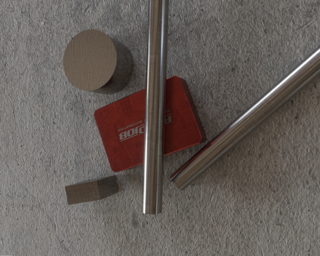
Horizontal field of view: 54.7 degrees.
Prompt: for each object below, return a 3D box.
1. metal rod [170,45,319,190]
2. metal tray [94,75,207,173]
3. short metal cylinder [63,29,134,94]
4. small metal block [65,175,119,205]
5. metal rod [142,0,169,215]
[{"bbox_3d":[0.128,-0.028,0.363,0.299,0.025,0.025,-43,77,14],"label":"metal rod"},{"bbox_3d":[-0.015,-0.003,0.412,0.130,0.030,0.090,-21,83,18],"label":"metal tray"},{"bbox_3d":[-0.083,-0.088,0.425,0.080,0.050,0.079,0,90,20],"label":"short metal cylinder"},{"bbox_3d":[-0.093,0.085,0.428,0.050,0.050,0.025,-13,86,19],"label":"small metal block"},{"bbox_3d":[-0.005,-0.047,0.378,0.025,0.025,0.298,2,91,20],"label":"metal rod"}]
